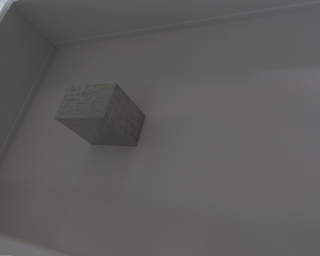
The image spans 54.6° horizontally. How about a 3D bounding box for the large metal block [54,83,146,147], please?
[{"bbox_3d":[-0.078,-0.016,0.422,0.080,0.080,0.050,1,62,29],"label":"large metal block"}]
